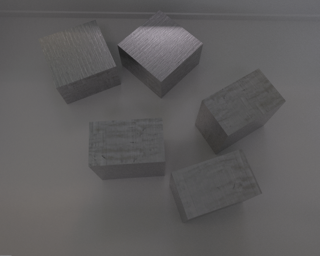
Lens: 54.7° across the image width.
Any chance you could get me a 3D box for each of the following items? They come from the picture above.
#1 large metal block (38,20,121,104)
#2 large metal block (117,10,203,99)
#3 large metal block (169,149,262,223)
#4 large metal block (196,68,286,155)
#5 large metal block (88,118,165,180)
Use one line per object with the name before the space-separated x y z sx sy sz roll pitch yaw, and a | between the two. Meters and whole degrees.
large metal block | -0.109 -0.091 0.429 0.080 0.050 0.080 -22 72 -8
large metal block | 0.001 -0.103 0.434 0.080 0.050 0.080 42 75 14
large metal block | 0.058 0.069 0.355 0.080 0.080 0.050 -18 71 -6
large metal block | 0.095 -0.017 0.387 0.080 0.080 0.050 -30 73 -10
large metal block | -0.036 0.028 0.370 0.081 0.080 0.050 -3 70 -1
